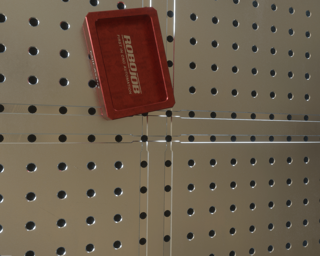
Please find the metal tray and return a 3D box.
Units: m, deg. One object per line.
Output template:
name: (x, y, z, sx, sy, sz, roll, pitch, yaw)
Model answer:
metal tray: (-0.038, -0.081, 0.395, 0.091, 0.030, 0.129, -13, 95, -20)
